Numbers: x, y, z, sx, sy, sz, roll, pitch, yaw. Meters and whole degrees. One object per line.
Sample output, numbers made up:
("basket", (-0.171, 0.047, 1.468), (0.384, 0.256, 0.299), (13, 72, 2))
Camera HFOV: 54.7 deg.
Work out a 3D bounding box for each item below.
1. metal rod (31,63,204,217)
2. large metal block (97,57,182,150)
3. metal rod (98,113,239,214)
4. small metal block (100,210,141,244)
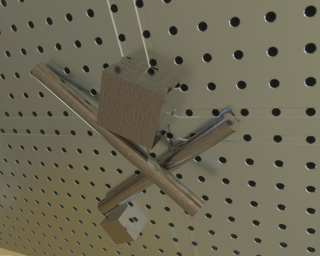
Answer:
("metal rod", (-0.063, 0.011, 0.427), (0.300, 0.025, 0.025), (40, 129, 8))
("large metal block", (-0.028, -0.031, 0.389), (0.080, 0.050, 0.079), (24, 127, 13))
("metal rod", (-0.007, 0.066, 0.454), (0.025, 0.025, 0.299), (47, 129, -5))
("small metal block", (-0.071, 0.179, 0.557), (0.050, 0.025, 0.050), (-25, 105, 36))
